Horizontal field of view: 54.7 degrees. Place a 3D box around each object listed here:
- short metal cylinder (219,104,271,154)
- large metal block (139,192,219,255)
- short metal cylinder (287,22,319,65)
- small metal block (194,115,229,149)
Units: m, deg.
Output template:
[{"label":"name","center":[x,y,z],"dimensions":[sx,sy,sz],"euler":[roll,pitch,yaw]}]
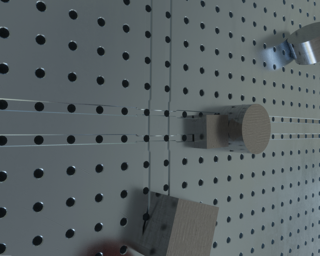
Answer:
[{"label":"short metal cylinder","center":[0.137,0.001,0.508],"dimensions":[0.081,0.050,0.080],"euler":[0,90,-40]},{"label":"large metal block","center":[0.027,0.136,0.416],"dimensions":[0.080,0.050,0.080],"euler":[22,76,-38]},{"label":"short metal cylinder","center":[0.309,-0.173,0.632],"dimensions":[0.080,0.080,0.050],"euler":[-49,120,-29]},{"label":"small metal block","center":[0.079,0.005,0.475],"dimensions":[0.050,0.025,0.050],"euler":[-2,92,-40]}]
